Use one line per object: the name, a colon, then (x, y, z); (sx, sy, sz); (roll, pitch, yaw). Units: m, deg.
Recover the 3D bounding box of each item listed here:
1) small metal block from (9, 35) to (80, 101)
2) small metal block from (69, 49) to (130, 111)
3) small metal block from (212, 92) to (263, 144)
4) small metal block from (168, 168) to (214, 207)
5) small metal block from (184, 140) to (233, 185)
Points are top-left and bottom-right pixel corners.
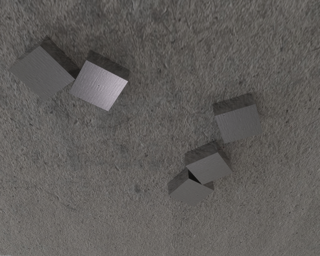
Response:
small metal block: (-0.129, -0.066, 0.349); (0.050, 0.025, 0.050); (-28, 125, 22)
small metal block: (-0.070, -0.054, 0.360); (0.050, 0.025, 0.050); (26, 126, -20)
small metal block: (0.100, -0.012, 0.398); (0.050, 0.025, 0.050); (-17, 128, 13)
small metal block: (0.048, 0.092, 0.486); (0.050, 0.025, 0.050); (28, 125, -22)
small metal block: (0.071, 0.051, 0.451); (0.050, 0.025, 0.050); (-26, 126, 20)
